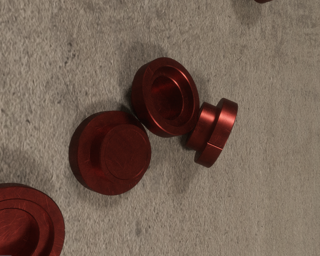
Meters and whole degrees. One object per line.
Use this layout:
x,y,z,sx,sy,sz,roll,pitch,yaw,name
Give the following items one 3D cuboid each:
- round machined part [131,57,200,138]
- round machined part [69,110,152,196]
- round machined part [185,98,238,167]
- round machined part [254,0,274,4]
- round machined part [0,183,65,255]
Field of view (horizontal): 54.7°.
0.002,-0.036,0.390,0.099,0.042,0.098,13,71,-42,round machined part
-0.049,0.029,0.354,0.099,0.042,0.097,0,91,-40,round machined part
0.066,0.002,0.428,0.042,0.098,0.098,24,71,2,round machined part
0.169,-0.266,0.538,0.099,0.042,0.097,0,90,-40,round machined part
-0.141,0.098,0.277,0.099,0.042,0.097,0,90,-40,round machined part
